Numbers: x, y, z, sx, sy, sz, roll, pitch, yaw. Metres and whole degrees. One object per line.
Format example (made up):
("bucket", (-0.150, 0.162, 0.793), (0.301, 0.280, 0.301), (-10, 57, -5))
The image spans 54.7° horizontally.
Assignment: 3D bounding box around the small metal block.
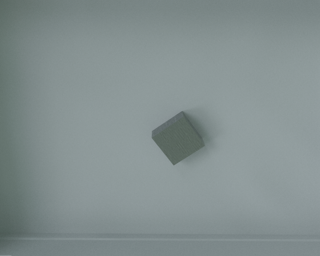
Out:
("small metal block", (0.024, 0.014, 0.417), (0.050, 0.025, 0.050), (-34, 107, 11))
